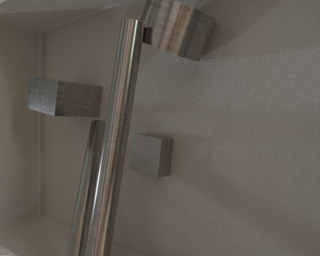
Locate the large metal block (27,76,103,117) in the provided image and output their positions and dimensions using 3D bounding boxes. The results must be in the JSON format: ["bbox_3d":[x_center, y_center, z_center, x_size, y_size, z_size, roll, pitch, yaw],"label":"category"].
[{"bbox_3d":[-0.151,-0.049,0.492,0.080,0.081,0.050,14,99,39],"label":"large metal block"}]

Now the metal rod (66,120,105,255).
[{"bbox_3d":[-0.095,0.108,0.387,0.025,0.025,0.300,-37,37,33],"label":"metal rod"}]

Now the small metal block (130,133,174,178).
[{"bbox_3d":[-0.012,0.035,0.414,0.050,0.025,0.050,9,96,39],"label":"small metal block"}]

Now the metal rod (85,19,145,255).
[{"bbox_3d":[-0.050,0.038,0.317,0.025,0.025,0.298,6,86,39],"label":"metal rod"}]

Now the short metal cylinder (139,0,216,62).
[{"bbox_3d":[0.017,-0.114,0.356,0.080,0.081,0.050,32,110,35],"label":"short metal cylinder"}]
